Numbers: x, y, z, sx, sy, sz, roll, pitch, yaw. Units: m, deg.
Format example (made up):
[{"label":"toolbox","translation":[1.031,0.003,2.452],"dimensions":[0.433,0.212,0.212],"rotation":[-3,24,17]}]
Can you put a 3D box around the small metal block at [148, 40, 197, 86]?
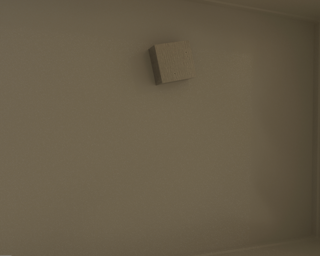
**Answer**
[{"label":"small metal block","translation":[0.017,-0.088,0.418],"dimensions":[0.050,0.025,0.050],"rotation":[-13,95,-20]}]
